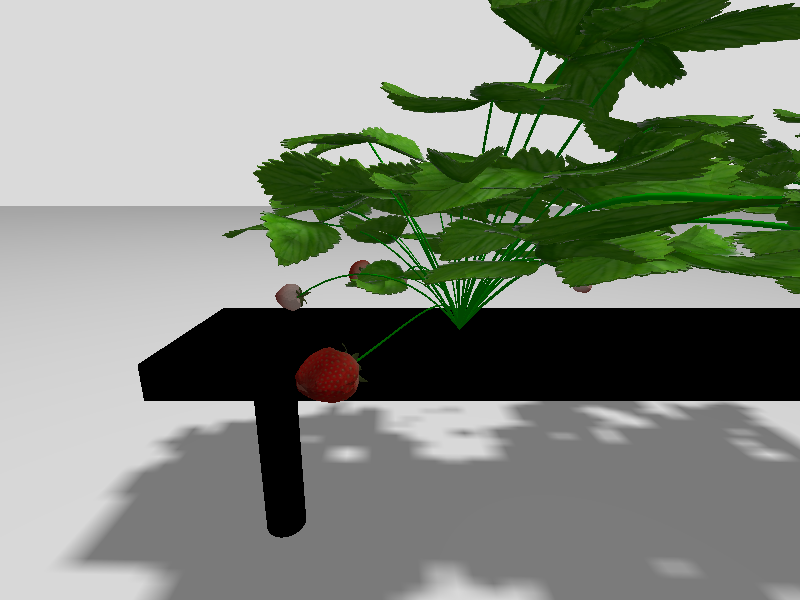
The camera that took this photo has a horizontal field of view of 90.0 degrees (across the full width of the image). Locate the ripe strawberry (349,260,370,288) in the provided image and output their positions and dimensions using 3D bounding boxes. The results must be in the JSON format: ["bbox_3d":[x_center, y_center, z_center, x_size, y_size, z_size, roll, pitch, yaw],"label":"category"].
[{"bbox_3d":[-0.052,-0.035,0.526,0.032,0.037,0.035,-9,17,-31],"label":"ripe strawberry"}]

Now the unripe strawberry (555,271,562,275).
[{"bbox_3d":[0.222,-0.038,0.556,0.010,0.011,0.011,12,19,39],"label":"unripe strawberry"}]

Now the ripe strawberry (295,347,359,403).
[{"bbox_3d":[-0.043,0.045,0.234,0.037,0.033,0.034,11,19,34],"label":"ripe strawberry"}]

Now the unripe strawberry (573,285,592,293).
[{"bbox_3d":[0.227,-0.018,0.497,0.023,0.020,0.023,18,-19,50],"label":"unripe strawberry"}]

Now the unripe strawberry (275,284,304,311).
[{"bbox_3d":[-0.119,-0.003,0.427,0.030,0.029,0.028,-2,13,21],"label":"unripe strawberry"}]

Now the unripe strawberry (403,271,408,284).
[{"bbox_3d":[-0.003,-0.027,0.524,0.024,0.026,0.027,-5,2,-19],"label":"unripe strawberry"}]
